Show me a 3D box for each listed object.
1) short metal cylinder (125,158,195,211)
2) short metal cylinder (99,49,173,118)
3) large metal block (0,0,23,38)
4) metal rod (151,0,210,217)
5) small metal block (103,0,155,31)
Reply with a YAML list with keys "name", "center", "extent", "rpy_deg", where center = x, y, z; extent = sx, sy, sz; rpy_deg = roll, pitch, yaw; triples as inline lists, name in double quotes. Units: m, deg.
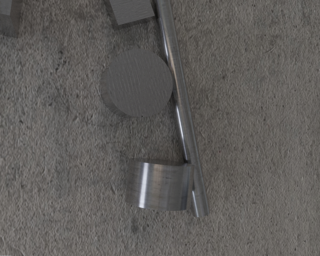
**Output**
- name: "short metal cylinder"
  center: [0.000, 0.066, 0.380]
  extent: [0.081, 0.080, 0.050]
  rpy_deg: [7, 88, -20]
- name: "short metal cylinder"
  center: [-0.031, -0.052, 0.384]
  extent: [0.081, 0.050, 0.079]
  rpy_deg: [0, 90, -20]
- name: "large metal block"
  center: [-0.171, -0.147, 0.316]
  extent: [0.050, 0.080, 0.080]
  rpy_deg: [8, 88, -20]
- name: "metal rod"
  center: [0.029, -0.027, 0.419]
  extent: [0.025, 0.025, 0.298]
  rpy_deg: [-13, 94, -20]
- name: "small metal block"
  center: [-0.041, -0.157, 0.393]
  extent: [0.050, 0.025, 0.050]
  rpy_deg: [-22, 98, -19]
